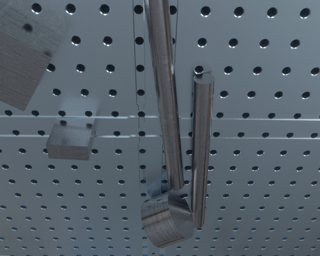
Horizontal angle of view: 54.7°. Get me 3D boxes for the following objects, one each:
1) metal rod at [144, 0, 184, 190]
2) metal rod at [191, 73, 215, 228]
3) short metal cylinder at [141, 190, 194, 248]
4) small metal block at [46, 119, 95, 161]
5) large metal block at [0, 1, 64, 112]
[{"bbox_3d":[0.010,-0.025,0.390,0.025,0.025,0.298,-5,130,3],"label":"metal rod"},{"bbox_3d":[0.059,0.055,0.459,0.025,0.025,0.298,-3,130,2],"label":"metal rod"},{"bbox_3d":[0.013,0.146,0.500,0.050,0.080,0.080,-27,125,21],"label":"short metal cylinder"},{"bbox_3d":[-0.115,0.015,0.406,0.050,0.050,0.025,4,130,-4],"label":"small metal block"},{"bbox_3d":[-0.162,-0.076,0.328,0.080,0.050,0.080,27,125,-22],"label":"large metal block"}]
